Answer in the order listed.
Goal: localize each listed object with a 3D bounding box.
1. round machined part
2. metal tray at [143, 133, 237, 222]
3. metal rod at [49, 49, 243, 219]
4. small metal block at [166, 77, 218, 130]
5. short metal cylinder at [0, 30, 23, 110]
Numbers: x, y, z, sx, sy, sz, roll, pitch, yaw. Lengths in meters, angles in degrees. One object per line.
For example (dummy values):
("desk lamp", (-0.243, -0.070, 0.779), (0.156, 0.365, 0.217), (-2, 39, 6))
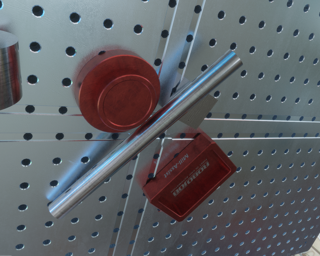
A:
("round machined part", (-0.043, -0.036, 0.355), (0.099, 0.042, 0.097), (-14, 125, -21))
("metal tray", (0.049, 0.080, 0.486), (0.130, 0.030, 0.090), (-44, 130, 2))
("metal rod", (-0.023, 0.012, 0.387), (0.300, 0.025, 0.025), (-40, 130, 7))
("small metal block", (0.041, -0.032, 0.416), (0.050, 0.025, 0.050), (27, 104, -38))
("short metal cylinder", (-0.160, -0.050, 0.257), (0.081, 0.080, 0.050), (-6, 121, -26))
